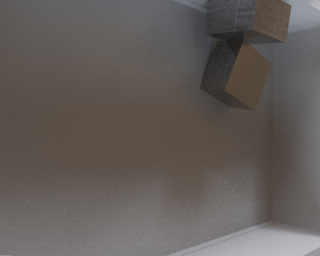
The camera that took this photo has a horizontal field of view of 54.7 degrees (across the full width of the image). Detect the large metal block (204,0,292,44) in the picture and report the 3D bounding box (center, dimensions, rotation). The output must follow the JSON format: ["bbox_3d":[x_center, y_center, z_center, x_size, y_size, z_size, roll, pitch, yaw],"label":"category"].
[{"bbox_3d":[0.121,-0.150,0.431,0.081,0.080,0.050,1,99,-40],"label":"large metal block"}]

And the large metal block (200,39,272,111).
[{"bbox_3d":[0.119,-0.081,0.482,0.080,0.050,0.080,24,84,-38],"label":"large metal block"}]
